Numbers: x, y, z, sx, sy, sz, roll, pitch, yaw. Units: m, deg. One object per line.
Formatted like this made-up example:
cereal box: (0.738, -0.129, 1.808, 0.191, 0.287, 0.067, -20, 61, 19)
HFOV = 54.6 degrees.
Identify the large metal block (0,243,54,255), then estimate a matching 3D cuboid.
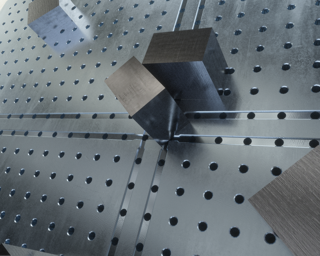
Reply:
large metal block: (-0.140, 0.178, 0.339, 0.080, 0.080, 0.050, 26, 76, 37)

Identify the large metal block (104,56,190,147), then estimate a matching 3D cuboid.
large metal block: (-0.016, -0.034, 0.403, 0.050, 0.080, 0.080, -41, 51, 1)

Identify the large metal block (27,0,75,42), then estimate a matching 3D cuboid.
large metal block: (-0.234, -0.247, 0.669, 0.080, 0.050, 0.080, -25, 53, 12)

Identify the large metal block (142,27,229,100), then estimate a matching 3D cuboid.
large metal block: (0.036, -0.080, 0.404, 0.080, 0.080, 0.050, 4, 64, 30)

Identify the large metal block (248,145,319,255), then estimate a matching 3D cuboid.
large metal block: (0.140, 0.076, 0.272, 0.080, 0.050, 0.080, -39, 51, 2)
